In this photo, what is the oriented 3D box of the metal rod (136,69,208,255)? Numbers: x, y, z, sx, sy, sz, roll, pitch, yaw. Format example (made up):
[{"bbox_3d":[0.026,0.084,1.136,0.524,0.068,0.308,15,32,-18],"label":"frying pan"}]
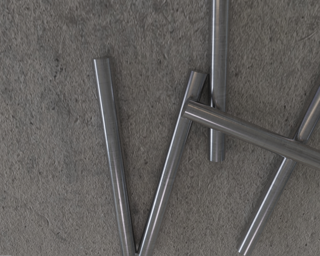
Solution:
[{"bbox_3d":[0.011,0.065,0.433,0.025,0.025,0.298,13,110,-5],"label":"metal rod"}]

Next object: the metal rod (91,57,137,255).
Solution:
[{"bbox_3d":[-0.060,0.054,0.428,0.025,0.025,0.298,-4,110,1],"label":"metal rod"}]

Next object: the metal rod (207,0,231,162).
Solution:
[{"bbox_3d":[0.071,-0.099,0.373,0.025,0.025,0.298,-2,110,1],"label":"metal rod"}]

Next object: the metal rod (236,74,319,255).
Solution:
[{"bbox_3d":[0.174,0.055,0.431,0.025,0.025,0.298,16,109,-6],"label":"metal rod"}]

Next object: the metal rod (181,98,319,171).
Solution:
[{"bbox_3d":[0.170,0.028,0.393,0.302,0.025,0.025,21,109,-8],"label":"metal rod"}]
